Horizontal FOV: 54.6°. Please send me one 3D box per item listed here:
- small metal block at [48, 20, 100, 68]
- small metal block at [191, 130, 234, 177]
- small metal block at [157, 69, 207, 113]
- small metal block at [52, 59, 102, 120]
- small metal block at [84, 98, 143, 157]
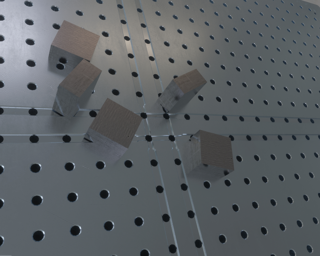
[{"bbox_3d":[-0.113,-0.109,0.413,0.050,0.025,0.050,21,54,-16],"label":"small metal block"},{"bbox_3d":[0.071,0.035,0.424,0.050,0.025,0.050,14,56,-20],"label":"small metal block"},{"bbox_3d":[0.031,-0.053,0.440,0.050,0.050,0.025,-30,79,-38],"label":"small metal block"},{"bbox_3d":[-0.098,-0.045,0.367,0.025,0.050,0.050,33,51,-7],"label":"small metal block"},{"bbox_3d":[-0.056,-0.001,0.378,0.050,0.025,0.050,30,52,-9],"label":"small metal block"}]
